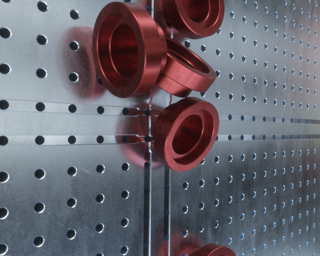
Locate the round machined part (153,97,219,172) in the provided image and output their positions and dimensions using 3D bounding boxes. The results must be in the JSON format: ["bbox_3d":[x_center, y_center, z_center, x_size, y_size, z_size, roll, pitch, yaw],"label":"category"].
[{"bbox_3d":[0.029,0.005,0.408,0.099,0.042,0.097,-23,127,-34],"label":"round machined part"}]

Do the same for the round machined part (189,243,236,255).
[{"bbox_3d":[0.070,0.219,0.456,0.099,0.042,0.097,0,90,-40],"label":"round machined part"}]

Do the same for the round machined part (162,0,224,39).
[{"bbox_3d":[0.042,-0.172,0.432,0.099,0.042,0.097,0,90,-40],"label":"round machined part"}]

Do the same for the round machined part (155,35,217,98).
[{"bbox_3d":[0.019,-0.075,0.390,0.099,0.098,0.042,13,123,-39],"label":"round machined part"}]

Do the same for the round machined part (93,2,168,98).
[{"bbox_3d":[-0.030,-0.084,0.336,0.042,0.098,0.097,-16,100,-39],"label":"round machined part"}]
